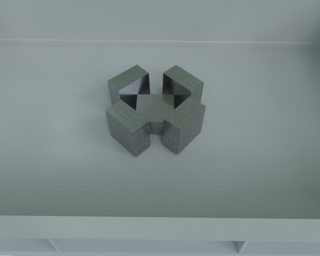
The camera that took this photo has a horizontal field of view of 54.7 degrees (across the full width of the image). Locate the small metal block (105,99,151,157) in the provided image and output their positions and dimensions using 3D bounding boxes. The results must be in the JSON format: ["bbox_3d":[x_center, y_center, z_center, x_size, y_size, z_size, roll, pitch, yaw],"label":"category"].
[{"bbox_3d":[-0.039,0.001,0.386,0.025,0.050,0.050,-38,59,-26],"label":"small metal block"}]

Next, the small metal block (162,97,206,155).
[{"bbox_3d":[0.030,-0.003,0.388,0.025,0.050,0.050,34,57,24],"label":"small metal block"}]

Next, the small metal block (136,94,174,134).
[{"bbox_3d":[-0.006,-0.019,0.418,0.050,0.025,0.050,1,50,0],"label":"small metal block"}]

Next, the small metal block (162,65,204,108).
[{"bbox_3d":[0.030,-0.051,0.429,0.025,0.050,0.050,-37,60,-28],"label":"small metal block"}]

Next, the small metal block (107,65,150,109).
[{"bbox_3d":[-0.041,-0.052,0.429,0.050,0.050,0.025,-35,58,-25],"label":"small metal block"}]
